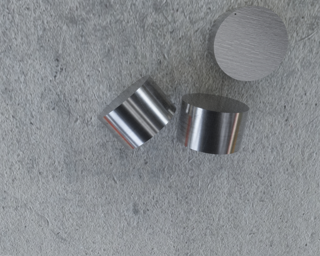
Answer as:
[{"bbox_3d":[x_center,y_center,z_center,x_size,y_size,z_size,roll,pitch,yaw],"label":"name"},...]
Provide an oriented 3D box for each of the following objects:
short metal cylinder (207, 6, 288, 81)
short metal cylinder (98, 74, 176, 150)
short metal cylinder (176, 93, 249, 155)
[{"bbox_3d":[0.099,-0.099,0.361,0.081,0.050,0.079,0,110,0],"label":"short metal cylinder"},{"bbox_3d":[-0.028,-0.019,0.373,0.080,0.080,0.050,-37,106,12],"label":"short metal cylinder"},{"bbox_3d":[0.063,-0.008,0.378,0.081,0.080,0.050,7,110,-3],"label":"short metal cylinder"}]
